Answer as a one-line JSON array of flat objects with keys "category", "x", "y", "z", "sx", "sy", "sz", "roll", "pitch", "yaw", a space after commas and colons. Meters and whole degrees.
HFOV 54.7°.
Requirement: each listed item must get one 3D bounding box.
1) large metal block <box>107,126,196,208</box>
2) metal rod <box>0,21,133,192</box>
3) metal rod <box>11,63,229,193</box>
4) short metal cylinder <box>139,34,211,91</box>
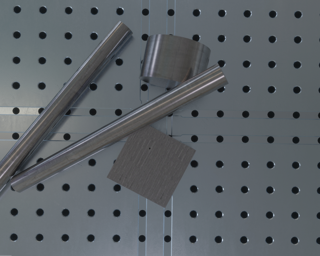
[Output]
[{"category": "large metal block", "x": -0.010, "y": 0.043, "z": 0.401, "sx": 0.080, "sy": 0.050, "sz": 0.080, "roll": 28, "pitch": 90, "yaw": 0}, {"category": "metal rod", "x": -0.142, "y": -0.019, "z": 0.412, "sx": 0.025, "sy": 0.025, "sz": 0.300, "roll": 40, "pitch": 90, "yaw": 0}, {"category": "metal rod", "x": -0.061, "y": 0.008, "z": 0.372, "sx": 0.300, "sy": 0.025, "sz": 0.025, "roll": -27, "pitch": 90, "yaw": 16}, {"category": "short metal cylinder", "x": 0.018, "y": -0.078, "z": 0.386, "sx": 0.080, "sy": 0.080, "sz": 0.050, "roll": 12, "pitch": 90, "yaw": 0}]
